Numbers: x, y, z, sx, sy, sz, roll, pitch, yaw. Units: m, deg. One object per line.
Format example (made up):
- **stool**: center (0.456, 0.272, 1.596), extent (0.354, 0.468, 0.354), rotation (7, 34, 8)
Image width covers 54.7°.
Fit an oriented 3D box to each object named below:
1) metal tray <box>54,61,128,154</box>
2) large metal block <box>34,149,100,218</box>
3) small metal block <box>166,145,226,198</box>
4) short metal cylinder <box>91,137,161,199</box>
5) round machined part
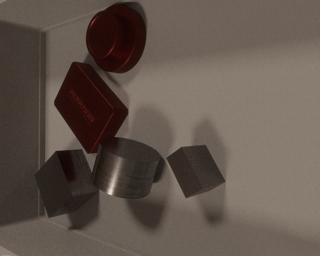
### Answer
- **metal tray**: center (-0.114, -0.034, 0.495), extent (0.130, 0.030, 0.089), rotation (48, 118, 29)
- **large metal block**: center (-0.157, 0.092, 0.517), extent (0.080, 0.050, 0.080), rotation (-42, 65, 32)
- **small metal block**: center (0.042, 0.048, 0.355), extent (0.025, 0.050, 0.050), rotation (-40, 66, 33)
- **short metal cylinder**: center (-0.045, 0.050, 0.406), extent (0.080, 0.081, 0.050), rotation (27, 107, 36)
- **round machined part**: center (-0.070, -0.131, 0.451), extent (0.098, 0.042, 0.097), rotation (0, 90, 39)
